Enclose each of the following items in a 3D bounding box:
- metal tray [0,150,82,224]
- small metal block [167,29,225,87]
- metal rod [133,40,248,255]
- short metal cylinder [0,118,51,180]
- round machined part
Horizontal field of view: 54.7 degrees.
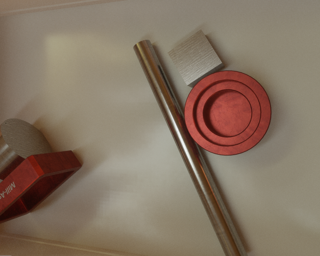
[{"bbox_3d":[-0.186,0.085,0.439,0.130,0.090,0.030,-40,78,15],"label":"metal tray"},{"bbox_3d":[0.046,-0.087,0.394,0.050,0.025,0.050,-32,80,17],"label":"small metal block"},{"bbox_3d":[0.035,0.023,0.397,0.025,0.025,0.299,-26,82,18],"label":"metal rod"},{"bbox_3d":[-0.210,0.032,0.453,0.050,0.080,0.080,-40,78,15],"label":"short metal cylinder"},{"bbox_3d":[0.082,-0.017,0.372,0.098,0.042,0.097,0,90,19],"label":"round machined part"}]
